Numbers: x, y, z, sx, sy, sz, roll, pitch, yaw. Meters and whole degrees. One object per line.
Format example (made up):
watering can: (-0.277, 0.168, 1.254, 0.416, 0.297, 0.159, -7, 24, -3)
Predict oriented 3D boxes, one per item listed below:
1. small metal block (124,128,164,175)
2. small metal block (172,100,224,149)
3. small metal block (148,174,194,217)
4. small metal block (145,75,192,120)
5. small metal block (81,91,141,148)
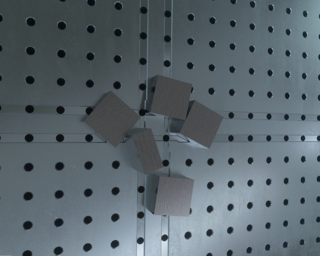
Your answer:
small metal block: (-0.023, 0.028, 0.392, 0.025, 0.050, 0.050, -20, 97, -19)
small metal block: (0.053, -0.004, 0.434, 0.050, 0.025, 0.050, 28, 81, -18)
small metal block: (0.015, 0.091, 0.419, 0.050, 0.025, 0.050, 9, 87, -20)
small metal block: (0.011, -0.040, 0.418, 0.050, 0.025, 0.050, 12, 86, -20)
small metal block: (-0.062, -0.011, 0.391, 0.050, 0.025, 0.050, 42, 77, -15)
